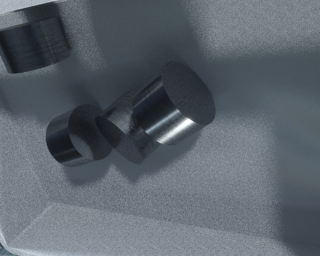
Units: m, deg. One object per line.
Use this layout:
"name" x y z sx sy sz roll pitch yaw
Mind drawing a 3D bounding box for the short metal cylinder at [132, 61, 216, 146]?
"short metal cylinder" 0.016 -0.027 0.347 0.080 0.080 0.050 49 128 -6

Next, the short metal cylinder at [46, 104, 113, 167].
"short metal cylinder" -0.111 0.012 0.439 0.050 0.080 0.080 -18 109 35

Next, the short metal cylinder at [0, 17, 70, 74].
"short metal cylinder" -0.162 -0.106 0.393 0.080 0.080 0.050 1 119 28

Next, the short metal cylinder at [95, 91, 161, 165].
"short metal cylinder" -0.035 0.000 0.391 0.080 0.050 0.080 36 155 20
